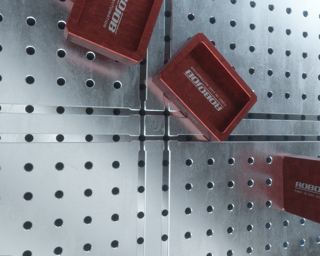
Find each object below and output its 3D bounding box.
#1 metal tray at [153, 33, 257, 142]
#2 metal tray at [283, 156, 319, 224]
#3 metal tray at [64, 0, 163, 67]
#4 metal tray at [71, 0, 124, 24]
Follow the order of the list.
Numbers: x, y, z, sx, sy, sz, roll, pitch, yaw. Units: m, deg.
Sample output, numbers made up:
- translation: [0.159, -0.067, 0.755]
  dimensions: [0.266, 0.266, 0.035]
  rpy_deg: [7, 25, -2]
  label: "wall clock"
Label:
- translation: [0.066, -0.055, 0.435]
  dimensions: [0.130, 0.030, 0.090]
  rpy_deg: [45, 76, -15]
  label: "metal tray"
- translation: [0.236, 0.090, 0.446]
  dimensions: [0.030, 0.130, 0.089]
  rpy_deg: [-2, 91, -20]
  label: "metal tray"
- translation: [-0.046, -0.149, 0.360]
  dimensions: [0.091, 0.030, 0.129]
  rpy_deg: [20, 83, -19]
  label: "metal tray"
- translation: [-0.065, -0.207, 0.386]
  dimensions: [0.090, 0.030, 0.130]
  rpy_deg: [34, 79, -17]
  label: "metal tray"
